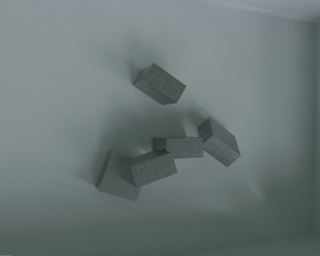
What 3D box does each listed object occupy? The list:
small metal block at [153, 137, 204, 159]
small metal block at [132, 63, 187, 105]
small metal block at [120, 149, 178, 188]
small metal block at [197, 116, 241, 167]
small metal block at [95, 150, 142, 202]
[{"bbox_3d":[0.023,0.025,0.407,0.050,0.050,0.025,-1,91,-20],"label":"small metal block"},{"bbox_3d":[-0.002,-0.054,0.397,0.050,0.050,0.025,33,79,-18],"label":"small metal block"},{"bbox_3d":[-0.015,0.046,0.366,0.050,0.050,0.025,-17,96,-20],"label":"small metal block"},{"bbox_3d":[0.080,0.018,0.426,0.050,0.050,0.025,36,115,-17],"label":"small metal block"},{"bbox_3d":[-0.048,0.060,0.394,0.050,0.025,0.050,21,83,-19],"label":"small metal block"}]
